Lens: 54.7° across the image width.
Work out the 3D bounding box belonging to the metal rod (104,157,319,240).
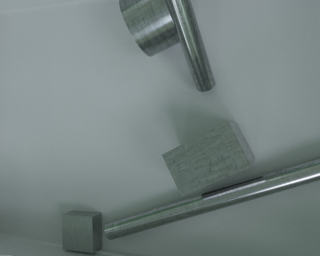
[{"bbox_3d":[0.063,0.092,0.387,0.300,0.025,0.025,-22,83,18],"label":"metal rod"}]

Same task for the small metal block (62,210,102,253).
[{"bbox_3d":[-0.113,0.149,0.449,0.050,0.025,0.050,-2,90,19],"label":"small metal block"}]

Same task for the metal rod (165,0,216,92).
[{"bbox_3d":[0.006,-0.159,0.300,0.025,0.025,0.299,-10,131,19],"label":"metal rod"}]

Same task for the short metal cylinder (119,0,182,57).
[{"bbox_3d":[-0.007,-0.136,0.383,0.050,0.080,0.080,-23,83,18],"label":"short metal cylinder"}]

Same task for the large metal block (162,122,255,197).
[{"bbox_3d":[0.060,0.033,0.360,0.080,0.080,0.050,-28,81,17],"label":"large metal block"}]
